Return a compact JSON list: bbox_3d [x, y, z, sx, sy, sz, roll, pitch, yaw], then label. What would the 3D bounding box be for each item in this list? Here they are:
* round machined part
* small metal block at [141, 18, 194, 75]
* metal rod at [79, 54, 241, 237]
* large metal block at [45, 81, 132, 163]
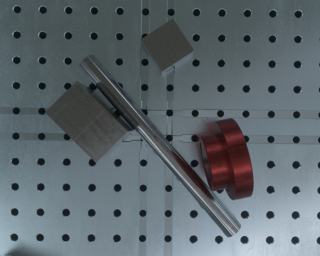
[{"bbox_3d":[0.076,0.040,0.377,0.042,0.098,0.097,-12,90,0],"label":"round machined part"},{"bbox_3d":[0.010,-0.108,0.413,0.050,0.025,0.050,-33,90,0],"label":"small metal block"},{"bbox_3d":[0.000,0.024,0.413,0.025,0.025,0.300,-41,90,0],"label":"metal rod"},{"bbox_3d":[-0.082,-0.007,0.385,0.050,0.080,0.080,-45,90,0],"label":"large metal block"}]
